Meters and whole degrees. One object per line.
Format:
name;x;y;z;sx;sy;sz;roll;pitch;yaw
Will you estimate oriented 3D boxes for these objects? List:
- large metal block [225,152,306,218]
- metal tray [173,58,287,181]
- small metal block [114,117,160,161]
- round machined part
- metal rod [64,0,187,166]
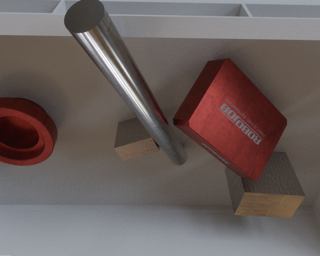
large metal block;0.144;0.077;0.441;0.081;0.080;0.050;5;130;-5
metal tray;0.088;-0.007;0.365;0.130;0.030;0.090;38;77;-28
small metal block;-0.029;0.011;0.401;0.050;0.050;0.025;-17;128;13
round machined part;-0.181;0.000;0.395;0.099;0.042;0.097;-1;130;0
metal rod;-0.008;-0.011;0.313;0.025;0.025;0.300;-12;157;10
